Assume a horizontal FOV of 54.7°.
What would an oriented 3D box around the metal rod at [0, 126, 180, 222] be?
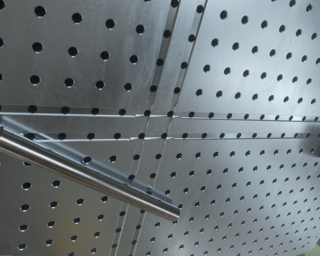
[{"bbox_3d":[-0.074,0.076,0.417,0.301,0.025,0.025,34,99,-39],"label":"metal rod"}]
